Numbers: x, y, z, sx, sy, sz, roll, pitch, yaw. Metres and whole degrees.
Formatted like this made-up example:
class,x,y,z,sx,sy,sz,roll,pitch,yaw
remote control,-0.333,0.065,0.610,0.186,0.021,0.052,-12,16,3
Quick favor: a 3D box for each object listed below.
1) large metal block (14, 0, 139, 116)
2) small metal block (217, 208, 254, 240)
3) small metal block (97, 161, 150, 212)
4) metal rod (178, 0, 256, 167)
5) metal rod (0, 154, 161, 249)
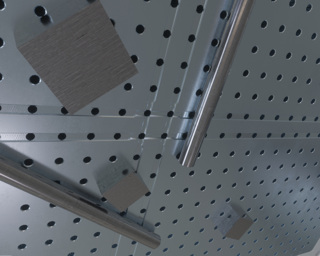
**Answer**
class,x,y,z,sx,sy,sz,roll,pitch,yaw
large metal block,-0.081,-0.073,0.305,0.080,0.050,0.080,-34,129,-6
small metal block,0.149,0.190,0.610,0.050,0.025,0.050,28,103,-38
small metal block,-0.051,0.083,0.435,0.050,0.025,0.050,-37,129,-3
metal rod,0.079,-0.079,0.405,0.025,0.025,0.298,3,117,-30
metal rod,-0.095,0.115,0.430,0.025,0.025,0.300,-46,129,3
